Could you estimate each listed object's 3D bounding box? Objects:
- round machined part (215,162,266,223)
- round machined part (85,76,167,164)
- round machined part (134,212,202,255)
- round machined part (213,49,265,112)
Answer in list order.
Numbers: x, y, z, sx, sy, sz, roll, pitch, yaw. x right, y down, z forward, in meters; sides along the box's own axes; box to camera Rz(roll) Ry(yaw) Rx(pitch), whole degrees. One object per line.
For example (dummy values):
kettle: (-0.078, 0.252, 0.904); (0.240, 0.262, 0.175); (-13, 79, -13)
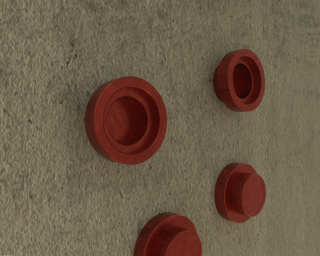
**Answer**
round machined part: (0.138, 0.107, 0.509); (0.099, 0.042, 0.097); (0, 90, -40)
round machined part: (-0.042, -0.008, 0.358); (0.099, 0.042, 0.097); (0, 90, -40)
round machined part: (0.018, 0.165, 0.409); (0.099, 0.042, 0.097); (0, 90, -40)
round machined part: (0.123, -0.074, 0.496); (0.099, 0.042, 0.097); (0, 90, -40)
